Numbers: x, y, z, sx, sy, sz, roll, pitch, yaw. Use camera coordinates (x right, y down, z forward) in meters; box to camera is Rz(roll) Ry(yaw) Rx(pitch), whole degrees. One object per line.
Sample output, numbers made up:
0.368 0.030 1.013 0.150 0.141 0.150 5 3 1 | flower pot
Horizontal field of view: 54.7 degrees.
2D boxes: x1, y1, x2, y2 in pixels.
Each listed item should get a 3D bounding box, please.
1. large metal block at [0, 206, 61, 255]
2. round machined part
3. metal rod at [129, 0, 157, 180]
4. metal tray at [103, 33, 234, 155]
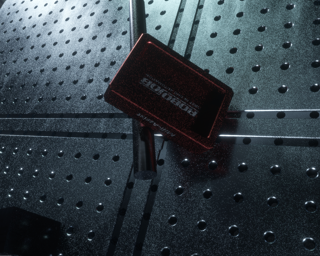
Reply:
-0.187 0.139 0.386 0.080 0.080 0.050 -14 56 20 | large metal block
0.008 -0.045 0.420 0.098 0.042 0.098 -13 57 21 | round machined part
-0.026 -0.074 0.413 0.025 0.025 0.299 -17 55 18 | metal rod
0.014 -0.039 0.359 0.090 0.130 0.030 -64 11 -28 | metal tray
